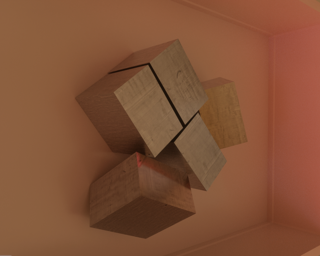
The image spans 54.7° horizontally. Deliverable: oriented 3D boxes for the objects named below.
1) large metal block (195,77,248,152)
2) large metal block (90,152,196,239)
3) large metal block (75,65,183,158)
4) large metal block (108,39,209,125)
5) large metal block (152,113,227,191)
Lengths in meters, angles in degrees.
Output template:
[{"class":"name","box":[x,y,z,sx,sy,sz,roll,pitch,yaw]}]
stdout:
[{"class":"large metal block","box":[0.076,-0.022,0.427,0.050,0.080,0.080,-16,103,2]},{"class":"large metal block","box":[-0.021,0.079,0.345,0.080,0.080,0.050,28,38,-37]},{"class":"large metal block","box":[-0.034,-0.017,0.342,0.050,0.080,0.080,-45,118,-31]},{"class":"large metal block","box":[-0.002,-0.050,0.368,0.050,0.080,0.080,-46,118,-30]},{"class":"large metal block","box":[0.024,0.028,0.390,0.050,0.080,0.080,-49,120,-29]}]
